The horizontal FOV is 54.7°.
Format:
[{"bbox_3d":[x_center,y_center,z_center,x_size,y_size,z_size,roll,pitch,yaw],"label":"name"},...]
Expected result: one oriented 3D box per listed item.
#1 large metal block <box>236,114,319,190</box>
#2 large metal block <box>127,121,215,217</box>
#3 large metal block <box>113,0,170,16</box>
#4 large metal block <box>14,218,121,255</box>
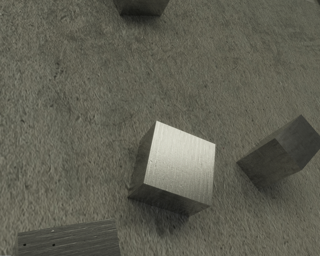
[{"bbox_3d":[0.170,0.035,0.438,0.081,0.080,0.050,-30,79,-38],"label":"large metal block"},{"bbox_3d":[0.015,0.049,0.365,0.080,0.050,0.080,22,54,-15],"label":"large metal block"},{"bbox_3d":[-0.037,-0.233,0.510,0.081,0.050,0.080,-13,68,-33],"label":"large metal block"},{"bbox_3d":[-0.078,0.129,0.267,0.081,0.050,0.080,-1,62,-29],"label":"large metal block"}]
